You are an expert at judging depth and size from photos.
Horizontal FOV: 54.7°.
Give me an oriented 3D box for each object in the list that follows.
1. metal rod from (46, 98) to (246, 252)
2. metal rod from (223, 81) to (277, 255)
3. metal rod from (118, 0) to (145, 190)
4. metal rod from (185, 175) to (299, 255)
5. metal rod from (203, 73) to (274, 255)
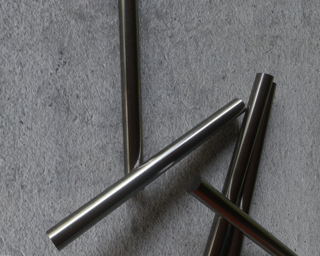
[{"bbox_3d":[0.002,0.043,0.386,0.302,0.025,0.025,-34,101,-26],"label":"metal rod"},{"bbox_3d":[0.129,0.077,0.456,0.025,0.025,0.299,15,85,-20],"label":"metal rod"},{"bbox_3d":[-0.037,-0.071,0.394,0.025,0.025,0.298,-2,91,-20],"label":"metal rod"},{"bbox_3d":[0.145,0.155,0.439,0.301,0.025,0.025,40,77,-25],"label":"metal rod"},{"bbox_3d":[0.108,0.067,0.439,0.025,0.025,0.299,18,87,-19],"label":"metal rod"}]
